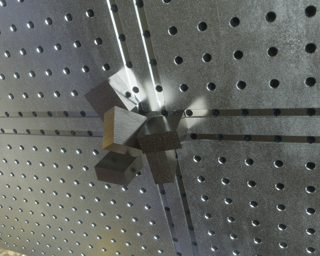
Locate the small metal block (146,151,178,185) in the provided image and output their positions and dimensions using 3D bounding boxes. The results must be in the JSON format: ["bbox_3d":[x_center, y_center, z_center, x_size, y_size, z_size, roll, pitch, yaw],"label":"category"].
[{"bbox_3d":[0.003,0.039,0.413,0.025,0.050,0.050,-10,115,13],"label":"small metal block"}]

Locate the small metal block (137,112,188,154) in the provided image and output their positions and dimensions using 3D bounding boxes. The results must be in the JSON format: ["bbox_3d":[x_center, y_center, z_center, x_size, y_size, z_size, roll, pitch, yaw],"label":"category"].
[{"bbox_3d":[0.005,0.006,0.389,0.050,0.050,0.025,-10,114,19],"label":"small metal block"}]

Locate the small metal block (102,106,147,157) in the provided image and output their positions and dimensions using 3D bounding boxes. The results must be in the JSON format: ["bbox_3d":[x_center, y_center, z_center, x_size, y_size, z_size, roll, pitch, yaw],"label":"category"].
[{"bbox_3d":[-0.044,0.005,0.398,0.050,0.050,0.025,19,147,-36],"label":"small metal block"}]

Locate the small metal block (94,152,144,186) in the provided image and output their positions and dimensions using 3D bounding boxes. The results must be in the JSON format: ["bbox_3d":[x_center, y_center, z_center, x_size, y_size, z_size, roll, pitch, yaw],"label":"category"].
[{"bbox_3d":[-0.060,0.057,0.460,0.050,0.050,0.025,6,121,24],"label":"small metal block"}]

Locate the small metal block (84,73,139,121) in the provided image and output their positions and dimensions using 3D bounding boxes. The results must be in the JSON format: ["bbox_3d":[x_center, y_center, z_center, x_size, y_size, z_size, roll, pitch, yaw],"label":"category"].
[{"bbox_3d":[-0.066,-0.039,0.421,0.050,0.025,0.050,-26,104,37],"label":"small metal block"}]
